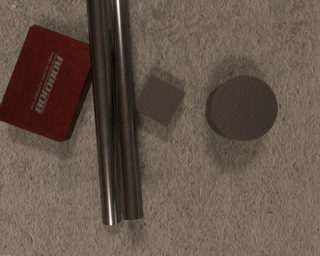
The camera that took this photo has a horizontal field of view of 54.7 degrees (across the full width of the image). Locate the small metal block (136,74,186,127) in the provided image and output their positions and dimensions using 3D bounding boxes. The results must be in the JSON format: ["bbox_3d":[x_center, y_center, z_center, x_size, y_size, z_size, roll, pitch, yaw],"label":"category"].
[{"bbox_3d":[-0.001,-0.035,0.410,0.050,0.025,0.050,28,90,-1],"label":"small metal block"}]

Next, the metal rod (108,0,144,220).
[{"bbox_3d":[-0.044,-0.040,0.389,0.025,0.025,0.298,-5,82,-1],"label":"metal rod"}]

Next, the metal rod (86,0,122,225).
[{"bbox_3d":[-0.070,-0.024,0.389,0.025,0.025,0.298,-3,98,-1],"label":"metal rod"}]

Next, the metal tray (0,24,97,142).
[{"bbox_3d":[-0.143,-0.057,0.406,0.090,0.030,0.129,21,90,-1],"label":"metal tray"}]

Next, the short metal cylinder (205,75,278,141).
[{"bbox_3d":[0.102,-0.024,0.399,0.081,0.050,0.079,0,90,-1],"label":"short metal cylinder"}]
